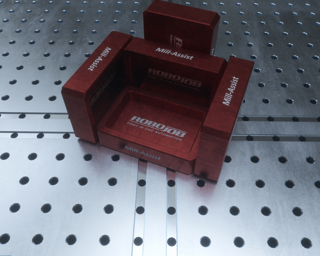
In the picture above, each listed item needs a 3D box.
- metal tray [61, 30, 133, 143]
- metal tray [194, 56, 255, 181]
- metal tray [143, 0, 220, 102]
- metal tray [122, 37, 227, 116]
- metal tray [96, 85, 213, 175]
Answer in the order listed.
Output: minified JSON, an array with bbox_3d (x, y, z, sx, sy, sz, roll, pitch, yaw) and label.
[{"bbox_3d":[-0.073,-0.056,0.412,0.030,0.090,0.130,17,52,14],"label":"metal tray"},{"bbox_3d":[0.078,-0.013,0.376,0.030,0.090,0.130,17,52,14],"label":"metal tray"},{"bbox_3d":[0.026,-0.100,0.423,0.090,0.129,0.030,18,53,14],"label":"metal tray"},{"bbox_3d":[0.018,-0.064,0.419,0.130,0.090,0.030,17,53,13],"label":"metal tray"},{"bbox_3d":[-0.005,-0.002,0.405,0.130,0.030,0.090,17,52,14],"label":"metal tray"}]
